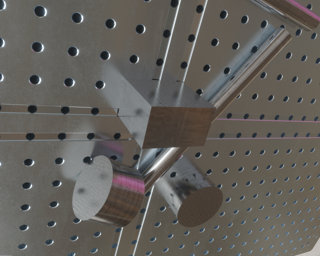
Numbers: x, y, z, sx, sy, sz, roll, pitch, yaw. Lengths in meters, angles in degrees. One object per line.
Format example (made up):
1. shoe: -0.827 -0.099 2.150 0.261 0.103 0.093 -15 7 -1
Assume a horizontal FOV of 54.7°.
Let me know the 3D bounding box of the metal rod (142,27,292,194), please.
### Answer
1. metal rod: 0.069 -0.020 0.436 0.300 0.025 0.025 -47 129 5

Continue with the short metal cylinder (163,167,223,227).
1. short metal cylinder: 0.052 0.109 0.491 0.081 0.050 0.079 -14 124 -21

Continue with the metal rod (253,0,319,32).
1. metal rod: 0.089 -0.172 0.353 0.302 0.025 0.025 11 113 -33

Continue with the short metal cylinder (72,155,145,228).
1. short metal cylinder: -0.065 0.080 0.390 0.050 0.080 0.080 29 102 -38

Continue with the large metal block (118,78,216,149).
1. large metal block: 0.005 -0.019 0.367 0.081 0.080 0.050 -1 119 -28
